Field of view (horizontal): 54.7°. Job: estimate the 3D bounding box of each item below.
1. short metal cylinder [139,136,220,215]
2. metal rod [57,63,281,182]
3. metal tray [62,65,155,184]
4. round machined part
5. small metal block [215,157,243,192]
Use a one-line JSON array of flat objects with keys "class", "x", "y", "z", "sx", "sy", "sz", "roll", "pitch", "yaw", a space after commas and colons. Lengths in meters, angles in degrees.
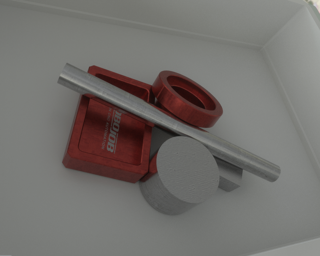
[{"class": "short metal cylinder", "x": 0.022, "y": 0.056, "z": 0.366, "sx": 0.081, "sy": 0.050, "sz": 0.080, "roll": 14, "pitch": 56, "yaw": -21}, {"class": "metal rod", "x": 0.024, "y": 0.001, "z": 0.380, "sx": 0.302, "sy": 0.025, "sz": 0.025, "roll": 25, "pitch": 53, "yaw": -16}, {"class": "metal tray", "x": -0.056, "y": -0.007, "z": 0.374, "sx": 0.091, "sy": 0.030, "sz": 0.130, "roll": 17, "pitch": 55, "yaw": -19}, {"class": "round machined part", "x": 0.031, "y": -0.032, "z": 0.415, "sx": 0.098, "sy": 0.042, "sz": 0.098, "roll": 26, "pitch": 27, "yaw": -14}, {"class": "small metal block", "x": 0.084, "y": 0.051, "z": 0.419, "sx": 0.050, "sy": 0.025, "sz": 0.050, "roll": 28, "pitch": 52, "yaw": -11}]
